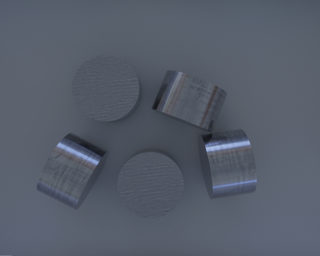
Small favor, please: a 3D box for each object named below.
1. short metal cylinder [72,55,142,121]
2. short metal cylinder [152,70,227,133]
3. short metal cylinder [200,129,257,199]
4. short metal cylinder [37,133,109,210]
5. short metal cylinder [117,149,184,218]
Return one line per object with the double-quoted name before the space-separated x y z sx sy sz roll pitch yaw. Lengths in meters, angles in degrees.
"short metal cylinder" -0.065 -0.048 0.396 0.081 0.050 0.079 0 90 -1
"short metal cylinder" 0.036 -0.032 0.384 0.080 0.080 0.050 22 90 -1
"short metal cylinder" 0.081 0.044 0.383 0.050 0.080 0.080 -9 90 0
"short metal cylinder" -0.105 0.052 0.380 0.050 0.080 0.080 27 90 -1
"short metal cylinder" -0.011 0.069 0.397 0.081 0.050 0.079 0 90 -1
